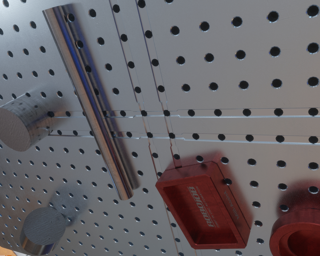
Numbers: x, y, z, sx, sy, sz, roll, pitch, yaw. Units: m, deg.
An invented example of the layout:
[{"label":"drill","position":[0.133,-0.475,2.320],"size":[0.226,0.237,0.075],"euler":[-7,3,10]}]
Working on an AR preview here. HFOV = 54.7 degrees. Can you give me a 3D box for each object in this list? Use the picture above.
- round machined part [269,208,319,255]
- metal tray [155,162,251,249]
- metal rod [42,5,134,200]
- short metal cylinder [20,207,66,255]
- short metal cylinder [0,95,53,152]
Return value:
[{"label":"round machined part","position":[0.191,0.140,0.386],"size":[0.098,0.042,0.097],"euler":[13,124,21]},{"label":"metal tray","position":[0.062,0.116,0.446],"size":[0.090,0.030,0.130],"euler":[-17,110,35]},{"label":"metal rod","position":[-0.095,-0.020,0.449],"size":[0.025,0.025,0.298],"euler":[-3,117,30]},{"label":"short metal cylinder","position":[-0.239,0.210,0.632],"size":[0.080,0.080,0.050],"euler":[36,129,4]},{"label":"short metal cylinder","position":[-0.227,-0.008,0.510],"size":[0.080,0.050,0.079],"euler":[13,124,21]}]
